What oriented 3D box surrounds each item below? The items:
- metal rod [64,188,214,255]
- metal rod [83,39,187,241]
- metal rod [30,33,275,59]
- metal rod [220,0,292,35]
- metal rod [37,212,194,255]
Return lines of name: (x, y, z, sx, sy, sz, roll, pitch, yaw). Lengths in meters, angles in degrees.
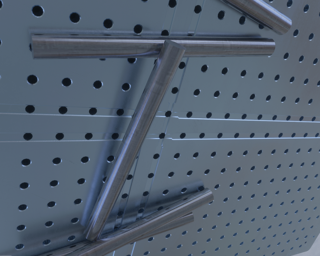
metal rod: (-0.045, 0.159, 0.467, 0.302, 0.025, 0.025, -19, 126, -25)
metal rod: (-0.041, 0.033, 0.393, 0.025, 0.025, 0.298, 9, 119, -33)
metal rod: (0.013, -0.095, 0.361, 0.303, 0.025, 0.025, -7, 122, -25)
metal rod: (0.045, -0.166, 0.334, 0.302, 0.025, 0.025, 13, 112, -34)
metal rod: (-0.084, 0.177, 0.476, 0.303, 0.025, 0.025, -11, 123, -23)
